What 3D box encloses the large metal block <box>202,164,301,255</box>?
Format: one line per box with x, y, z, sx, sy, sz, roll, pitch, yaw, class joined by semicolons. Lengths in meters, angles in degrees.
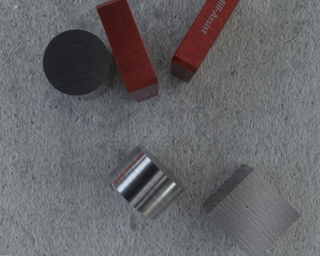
0.114;0.105;0.398;0.080;0.050;0.080;-44;90;0;large metal block

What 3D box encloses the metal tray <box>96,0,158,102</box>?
-0.032;-0.081;0.357;0.030;0.130;0.090;-21;90;0;metal tray

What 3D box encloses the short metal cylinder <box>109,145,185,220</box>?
-0.015;0.066;0.382;0.080;0.080;0.050;44;90;0;short metal cylinder

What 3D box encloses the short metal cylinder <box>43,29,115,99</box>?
-0.100;-0.079;0.396;0.081;0.050;0.079;0;90;0;short metal cylinder

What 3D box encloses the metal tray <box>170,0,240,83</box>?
0.059;-0.122;0.377;0.030;0.090;0.130;31;90;0;metal tray
